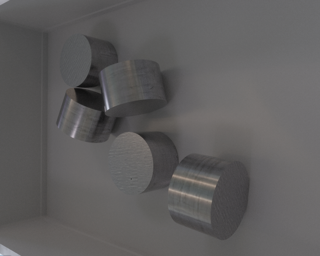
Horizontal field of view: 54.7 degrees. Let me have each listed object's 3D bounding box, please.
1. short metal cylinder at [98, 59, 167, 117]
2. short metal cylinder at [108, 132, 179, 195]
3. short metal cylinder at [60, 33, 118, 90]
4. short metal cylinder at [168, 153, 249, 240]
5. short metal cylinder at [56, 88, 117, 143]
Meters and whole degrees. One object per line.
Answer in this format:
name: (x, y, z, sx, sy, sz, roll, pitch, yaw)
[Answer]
short metal cylinder: (-0.035, -0.049, 0.400, 0.080, 0.081, 0.050, -19, 78, 38)
short metal cylinder: (-0.022, 0.045, 0.409, 0.080, 0.050, 0.080, 0, 90, 40)
short metal cylinder: (-0.111, -0.101, 0.483, 0.080, 0.050, 0.080, 0, 90, 40)
short metal cylinder: (0.053, 0.070, 0.327, 0.050, 0.081, 0.079, 8, 95, 40)
short metal cylinder: (-0.106, -0.020, 0.459, 0.080, 0.081, 0.050, 36, 113, 34)
